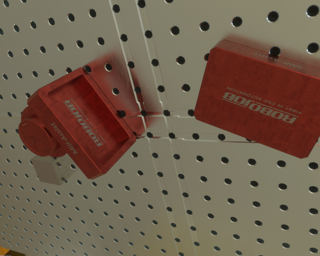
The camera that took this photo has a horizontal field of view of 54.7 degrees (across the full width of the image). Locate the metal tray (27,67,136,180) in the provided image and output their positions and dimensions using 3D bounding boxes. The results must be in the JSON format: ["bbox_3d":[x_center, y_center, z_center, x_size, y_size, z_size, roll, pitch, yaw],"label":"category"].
[{"bbox_3d":[-0.099,-0.008,0.416,0.030,0.090,0.130,-28,103,37],"label":"metal tray"}]

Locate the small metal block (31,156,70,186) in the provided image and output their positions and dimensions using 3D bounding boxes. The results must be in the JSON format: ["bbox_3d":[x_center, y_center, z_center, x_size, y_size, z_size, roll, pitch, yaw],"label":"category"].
[{"bbox_3d":[-0.199,0.073,0.562,0.050,0.025,0.050,4,121,26],"label":"small metal block"}]

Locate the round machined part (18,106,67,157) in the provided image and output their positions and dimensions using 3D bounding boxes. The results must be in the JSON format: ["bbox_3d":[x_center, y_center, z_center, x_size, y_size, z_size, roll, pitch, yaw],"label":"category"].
[{"bbox_3d":[-0.189,0.008,0.505,0.098,0.042,0.097,13,124,21],"label":"round machined part"}]

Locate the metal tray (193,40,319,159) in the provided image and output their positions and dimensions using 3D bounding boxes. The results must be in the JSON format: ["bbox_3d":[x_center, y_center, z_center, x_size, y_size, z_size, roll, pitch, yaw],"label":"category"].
[{"bbox_3d":[0.109,-0.031,0.331,0.130,0.030,0.089,22,127,15],"label":"metal tray"}]
